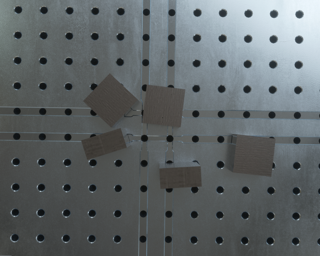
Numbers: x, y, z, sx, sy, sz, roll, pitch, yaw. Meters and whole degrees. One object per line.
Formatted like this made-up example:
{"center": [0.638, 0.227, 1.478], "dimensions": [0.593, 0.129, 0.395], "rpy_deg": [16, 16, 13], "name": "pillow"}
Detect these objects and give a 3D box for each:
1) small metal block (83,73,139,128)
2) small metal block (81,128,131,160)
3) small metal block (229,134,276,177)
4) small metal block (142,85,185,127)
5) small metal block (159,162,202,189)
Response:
{"center": [-0.064, -0.036, 0.413], "dimensions": [0.050, 0.025, 0.050], "rpy_deg": [44, 90, 0], "name": "small metal block"}
{"center": [-0.068, 0.019, 0.400], "dimensions": [0.050, 0.050, 0.025], "rpy_deg": [-17, 90, 0], "name": "small metal block"}
{"center": [0.122, 0.036, 0.414], "dimensions": [0.050, 0.025, 0.050], "rpy_deg": [7, 90, 0], "name": "small metal block"}
{"center": [0.005, -0.029, 0.413], "dimensions": [0.050, 0.025, 0.050], "rpy_deg": [7, 90, 0], "name": "small metal block"}
{"center": [0.025, 0.060, 0.401], "dimensions": [0.050, 0.050, 0.025], "rpy_deg": [-3, 90, 0], "name": "small metal block"}
